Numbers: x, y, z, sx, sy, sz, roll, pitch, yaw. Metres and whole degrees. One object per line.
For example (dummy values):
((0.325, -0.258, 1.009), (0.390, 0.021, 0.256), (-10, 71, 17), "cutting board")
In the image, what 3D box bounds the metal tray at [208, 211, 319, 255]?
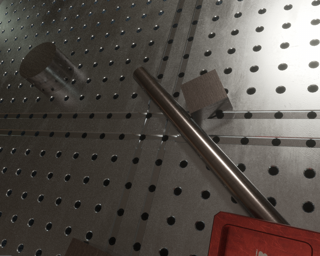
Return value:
((0.082, 0.143, 0.256), (0.090, 0.030, 0.129), (5, 76, 30), "metal tray")

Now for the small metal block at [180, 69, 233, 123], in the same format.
((0.059, -0.041, 0.402), (0.050, 0.025, 0.050), (-24, 53, 13), "small metal block")

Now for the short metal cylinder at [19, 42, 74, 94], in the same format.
((-0.205, -0.109, 0.564), (0.080, 0.050, 0.080), (-13, 56, 20), "short metal cylinder")

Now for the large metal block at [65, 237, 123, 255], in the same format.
((-0.064, 0.170, 0.320), (0.080, 0.050, 0.080), (9, 66, 31), "large metal block")

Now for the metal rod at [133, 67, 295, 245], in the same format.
((0.042, 0.009, 0.379), (0.025, 0.025, 0.300), (-39, 51, 1), "metal rod")
